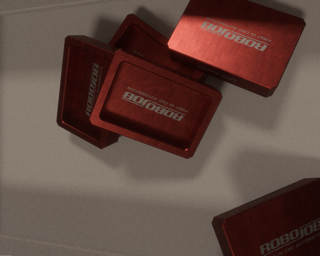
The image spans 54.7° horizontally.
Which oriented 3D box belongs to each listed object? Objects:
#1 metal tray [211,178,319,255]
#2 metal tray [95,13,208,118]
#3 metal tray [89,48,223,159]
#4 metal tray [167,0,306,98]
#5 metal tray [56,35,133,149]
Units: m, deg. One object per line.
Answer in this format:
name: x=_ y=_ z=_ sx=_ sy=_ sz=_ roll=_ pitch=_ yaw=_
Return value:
metal tray: x=0.131 y=0.116 z=0.326 sx=0.131 sy=0.030 sz=0.090 roll=-18 pitch=83 yaw=-15
metal tray: x=-0.013 y=-0.078 z=0.411 sx=0.130 sy=0.030 sz=0.090 roll=40 pitch=102 yaw=15
metal tray: x=-0.005 y=-0.027 z=0.363 sx=0.131 sy=0.030 sz=0.089 roll=21 pitch=106 yaw=-12
metal tray: x=0.085 y=-0.101 z=0.359 sx=0.130 sy=0.030 sz=0.090 roll=25 pitch=81 yaw=13
metal tray: x=-0.090 y=-0.048 z=0.413 sx=0.090 sy=0.030 sz=0.129 roll=25 pitch=117 yaw=22
